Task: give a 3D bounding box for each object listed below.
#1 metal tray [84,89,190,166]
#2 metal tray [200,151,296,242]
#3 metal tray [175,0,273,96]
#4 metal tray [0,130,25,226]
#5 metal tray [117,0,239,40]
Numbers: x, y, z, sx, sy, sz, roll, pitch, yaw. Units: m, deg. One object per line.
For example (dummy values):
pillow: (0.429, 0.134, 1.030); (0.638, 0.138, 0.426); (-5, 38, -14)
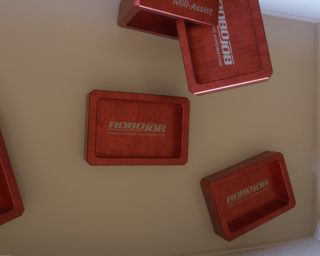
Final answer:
metal tray: (-0.028, 0.002, 0.398); (0.131, 0.030, 0.089); (3, 89, -21)
metal tray: (0.132, 0.097, 0.458); (0.131, 0.030, 0.089); (-19, 97, -19)
metal tray: (0.068, -0.109, 0.350); (0.090, 0.030, 0.129); (-11, 88, 16)
metal tray: (-0.202, 0.044, 0.310); (0.091, 0.030, 0.129); (-21, 99, -51)
metal tray: (0.021, -0.137, 0.383); (0.131, 0.090, 0.030); (7, 91, -20)
